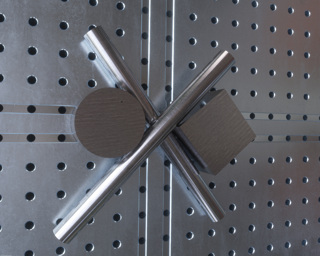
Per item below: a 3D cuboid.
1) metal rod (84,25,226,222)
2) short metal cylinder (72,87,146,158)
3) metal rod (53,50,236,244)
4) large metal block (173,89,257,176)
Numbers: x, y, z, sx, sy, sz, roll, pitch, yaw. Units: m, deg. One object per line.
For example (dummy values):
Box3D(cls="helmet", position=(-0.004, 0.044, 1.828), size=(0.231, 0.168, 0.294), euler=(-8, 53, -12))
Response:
Box3D(cls="metal rod", position=(0.000, 0.003, 0.408), size=(0.025, 0.025, 0.299), euler=(-38, 102, -16))
Box3D(cls="short metal cylinder", position=(-0.063, -0.006, 0.372), size=(0.081, 0.050, 0.079), euler=(0, 90, -20))
Box3D(cls="metal rod", position=(-0.015, 0.019, 0.381), size=(0.025, 0.025, 0.300), euler=(44, 84, -15))
Box3D(cls="large metal block", position=(0.068, 0.005, 0.420), size=(0.080, 0.050, 0.080), euler=(-40, 103, -16))
